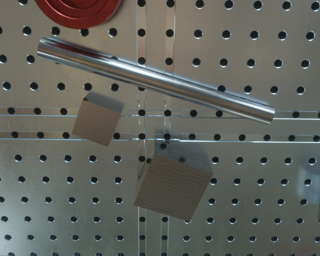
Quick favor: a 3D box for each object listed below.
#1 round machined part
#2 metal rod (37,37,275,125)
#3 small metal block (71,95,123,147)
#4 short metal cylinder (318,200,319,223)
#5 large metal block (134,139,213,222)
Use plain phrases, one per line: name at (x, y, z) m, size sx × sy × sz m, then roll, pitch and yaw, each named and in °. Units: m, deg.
round machined part at (-0.089, -0.161, 0.344) m, size 0.099 × 0.042 × 0.097 m, roll 0°, pitch 110°, yaw -1°
metal rod at (0.001, -0.057, 0.392) m, size 0.302 × 0.025 × 0.025 m, roll 16°, pitch 109°, yaw -7°
small metal block at (-0.082, -0.010, 0.409) m, size 0.050 × 0.025 × 0.050 m, roll 20°, pitch 109°, yaw -8°
short metal cylinder at (0.266, 0.111, 0.429) m, size 0.081 × 0.080 × 0.050 m, roll -3°, pitch 110°, yaw 0°
large metal block at (0.017, 0.071, 0.427) m, size 0.080 × 0.050 × 0.079 m, roll 19°, pitch 109°, yaw -7°
